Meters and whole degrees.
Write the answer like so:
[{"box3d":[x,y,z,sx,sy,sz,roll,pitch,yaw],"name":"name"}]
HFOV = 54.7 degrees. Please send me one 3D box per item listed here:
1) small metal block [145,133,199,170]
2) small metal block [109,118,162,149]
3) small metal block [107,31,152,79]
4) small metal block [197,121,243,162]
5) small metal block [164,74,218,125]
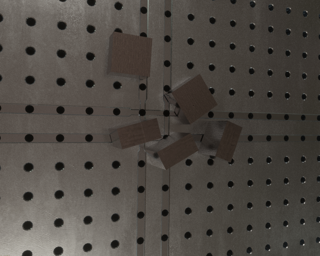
[{"box3d":[0.014,0.029,0.406,0.050,0.050,0.025,-29,100,-18],"name":"small metal block"},{"box3d":[-0.032,0.006,0.388,0.050,0.050,0.025,-16,96,-20],"name":"small metal block"},{"box3d":[-0.039,-0.092,0.399,0.050,0.025,0.050,4,89,-20],"name":"small metal block"},{"box3d":[0.083,0.018,0.431,0.025,0.050,0.050,23,82,-19],"name":"small metal block"},{"box3d":[0.043,-0.039,0.430,0.050,0.025,0.050,-35,102,-17],"name":"small metal block"}]
